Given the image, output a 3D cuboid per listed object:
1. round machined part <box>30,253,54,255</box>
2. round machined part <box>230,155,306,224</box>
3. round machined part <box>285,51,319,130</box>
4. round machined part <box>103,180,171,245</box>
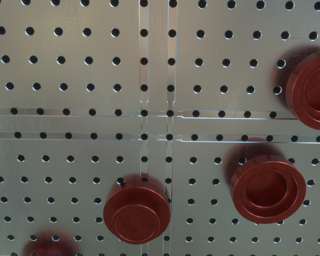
[{"bbox_3d":[-0.189,0.240,0.491,0.099,0.042,0.097,0,110,0],"label":"round machined part"},{"bbox_3d":[0.147,0.081,0.435,0.099,0.042,0.097,0,110,0],"label":"round machined part"},{"bbox_3d":[0.206,-0.049,0.388,0.099,0.042,0.097,0,110,0],"label":"round machined part"},{"bbox_3d":[-0.034,0.129,0.451,0.099,0.042,0.097,0,110,0],"label":"round machined part"}]
